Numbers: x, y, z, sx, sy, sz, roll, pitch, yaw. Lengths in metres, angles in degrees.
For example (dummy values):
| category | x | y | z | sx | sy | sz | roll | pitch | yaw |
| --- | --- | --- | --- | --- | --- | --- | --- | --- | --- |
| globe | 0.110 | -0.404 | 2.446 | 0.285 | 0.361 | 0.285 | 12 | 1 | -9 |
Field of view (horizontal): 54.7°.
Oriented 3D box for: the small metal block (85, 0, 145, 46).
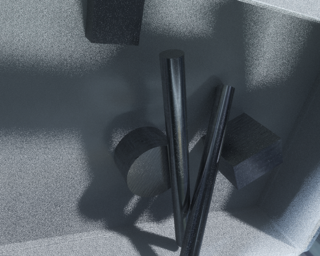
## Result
| category | x | y | z | sx | sy | sz | roll | pitch | yaw |
| --- | --- | --- | --- | --- | --- | --- | --- | --- | --- |
| small metal block | -0.046 | -0.113 | 0.314 | 0.050 | 0.025 | 0.050 | -4 | 120 | -27 |

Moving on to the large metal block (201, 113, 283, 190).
| category | x | y | z | sx | sy | sz | roll | pitch | yaw |
| --- | --- | --- | --- | --- | --- | --- | --- | --- | --- |
| large metal block | 0.122 | 0.032 | 0.462 | 0.080 | 0.080 | 0.050 | -29 | 129 | -11 |

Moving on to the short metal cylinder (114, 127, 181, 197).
| category | x | y | z | sx | sy | sz | roll | pitch | yaw |
| --- | --- | --- | --- | --- | --- | --- | --- | --- | --- |
| short metal cylinder | -0.015 | 0.045 | 0.414 | 0.081 | 0.050 | 0.079 | -14 | 125 | -21 |

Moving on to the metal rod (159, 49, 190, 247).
| category | x | y | z | sx | sy | sz | roll | pitch | yaw |
| --- | --- | --- | --- | --- | --- | --- | --- | --- | --- |
| metal rod | 0.024 | 0.049 | 0.389 | 0.025 | 0.025 | 0.298 | -19 | 126 | -18 |

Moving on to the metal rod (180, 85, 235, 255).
| category | x | y | z | sx | sy | sz | roll | pitch | yaw |
| --- | --- | --- | --- | --- | --- | --- | --- | --- | --- |
| metal rod | 0.058 | 0.089 | 0.417 | 0.025 | 0.025 | 0.298 | 16 | 85 | -35 |
